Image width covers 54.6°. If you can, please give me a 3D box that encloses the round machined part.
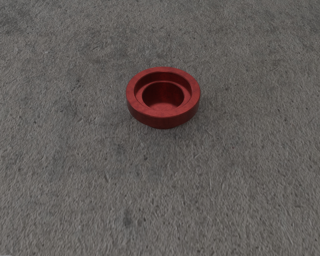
[{"bbox_3d":[0.004,-0.037,0.423,0.099,0.042,0.098,0,50,0],"label":"round machined part"}]
